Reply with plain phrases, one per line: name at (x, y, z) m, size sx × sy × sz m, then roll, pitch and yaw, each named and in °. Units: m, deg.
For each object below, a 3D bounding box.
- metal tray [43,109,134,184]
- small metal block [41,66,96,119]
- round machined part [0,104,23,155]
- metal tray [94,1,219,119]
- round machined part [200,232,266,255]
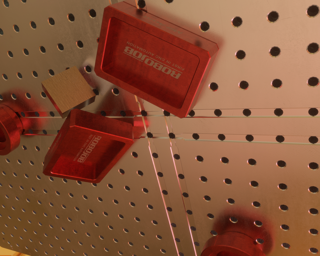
metal tray at (-0.107, 0.032, 0.453) m, size 0.091 × 0.030 × 0.129 m, roll 16°, pitch 136°, yaw -28°
small metal block at (-0.124, -0.049, 0.421) m, size 0.050 × 0.050 × 0.025 m, roll 55°, pitch 157°, yaw 4°
round machined part at (-0.286, -0.003, 0.549) m, size 0.098 × 0.042 × 0.097 m, roll 13°, pitch 124°, yaw 21°
metal tray at (-0.009, -0.079, 0.363) m, size 0.130 × 0.030 × 0.089 m, roll 28°, pitch 128°, yaw 10°
round machined part at (0.113, 0.194, 0.461) m, size 0.098 × 0.042 × 0.097 m, roll 13°, pitch 124°, yaw 21°
